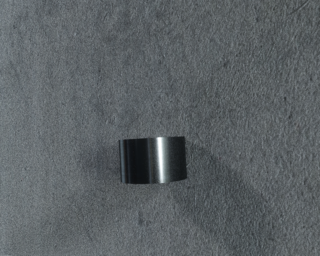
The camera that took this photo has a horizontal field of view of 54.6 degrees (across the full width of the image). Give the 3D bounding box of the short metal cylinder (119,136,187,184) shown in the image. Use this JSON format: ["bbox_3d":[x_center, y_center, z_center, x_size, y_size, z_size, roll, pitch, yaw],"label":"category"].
[{"bbox_3d":[-0.009,0.037,0.377,0.080,0.081,0.050,-5,87,40],"label":"short metal cylinder"}]
